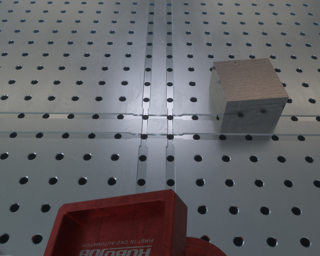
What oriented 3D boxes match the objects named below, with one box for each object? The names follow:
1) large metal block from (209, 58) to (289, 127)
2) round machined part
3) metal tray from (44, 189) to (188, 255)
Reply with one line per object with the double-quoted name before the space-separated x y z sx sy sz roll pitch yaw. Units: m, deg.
"large metal block" 0.120 -0.051 0.435 0.081 0.050 0.080 -5 50 -4
"round machined part" 0.025 0.145 0.275 0.099 0.042 0.098 0 50 0
"metal tray" -0.043 0.109 0.278 0.130 0.030 0.090 -13 46 22
